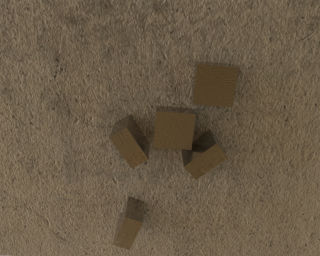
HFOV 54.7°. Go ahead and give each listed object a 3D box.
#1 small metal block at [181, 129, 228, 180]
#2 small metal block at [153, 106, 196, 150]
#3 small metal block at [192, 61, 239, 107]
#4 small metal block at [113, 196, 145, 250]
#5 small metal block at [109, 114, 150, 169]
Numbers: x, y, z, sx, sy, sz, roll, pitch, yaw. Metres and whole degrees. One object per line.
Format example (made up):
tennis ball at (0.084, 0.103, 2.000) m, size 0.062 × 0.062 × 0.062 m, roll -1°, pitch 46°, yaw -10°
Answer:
small metal block at (0.057, 0.034, 0.409) m, size 0.050 × 0.050 × 0.025 m, roll -38°, pitch 106°, yaw 13°
small metal block at (0.018, 0.000, 0.410) m, size 0.050 × 0.025 × 0.050 m, roll 4°, pitch 110°, yaw -2°
small metal block at (0.068, -0.055, 0.390) m, size 0.050 × 0.025 × 0.050 m, roll 4°, pitch 110°, yaw -2°
small metal block at (-0.044, 0.136, 0.446) m, size 0.025 × 0.050 × 0.050 m, roll 21°, pitch 109°, yaw -8°
small metal block at (-0.038, 0.016, 0.402) m, size 0.025 × 0.050 × 0.050 m, roll -29°, pitch 108°, yaw 10°
